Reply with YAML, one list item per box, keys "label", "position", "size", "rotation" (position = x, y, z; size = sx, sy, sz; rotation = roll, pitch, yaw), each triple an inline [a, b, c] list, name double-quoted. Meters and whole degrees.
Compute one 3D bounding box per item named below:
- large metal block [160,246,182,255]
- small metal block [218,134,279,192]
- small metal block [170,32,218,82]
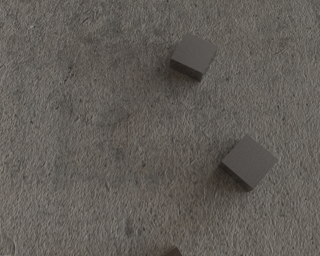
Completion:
- label: "large metal block"
  position: [0.004, 0.184, 0.328]
  size: [0.080, 0.050, 0.080]
  rotation: [-30, 73, -11]
- label: "small metal block"
  position: [0.111, 0.044, 0.393]
  size: [0.050, 0.025, 0.050]
  rotation: [42, 75, 13]
- label: "small metal block"
  position: [0.049, -0.102, 0.446]
  size: [0.050, 0.025, 0.050]
  rotation: [27, 72, 9]
